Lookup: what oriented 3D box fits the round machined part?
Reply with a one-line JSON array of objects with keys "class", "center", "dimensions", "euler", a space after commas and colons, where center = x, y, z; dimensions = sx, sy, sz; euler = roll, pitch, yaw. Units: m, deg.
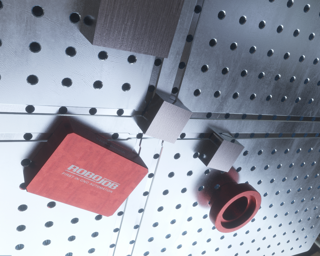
[{"class": "round machined part", "center": [0.130, 0.138, 0.560], "dimensions": [0.099, 0.042, 0.097], "euler": [-14, 125, -21]}]

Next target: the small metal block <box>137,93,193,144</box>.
[{"class": "small metal block", "center": [0.007, -0.012, 0.409], "dimensions": [0.050, 0.025, 0.050], "euler": [20, 108, -36]}]

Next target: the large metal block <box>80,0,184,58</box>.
[{"class": "large metal block", "center": [-0.027, -0.121, 0.307], "dimensions": [0.081, 0.050, 0.079], "euler": [3, 117, -30]}]

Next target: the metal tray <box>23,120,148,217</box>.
[{"class": "metal tray", "center": [-0.090, 0.057, 0.395], "dimensions": [0.130, 0.030, 0.090], "euler": [33, 100, -39]}]

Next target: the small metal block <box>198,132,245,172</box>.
[{"class": "small metal block", "center": [0.097, 0.039, 0.491], "dimensions": [0.050, 0.025, 0.050], "euler": [18, 109, -36]}]
